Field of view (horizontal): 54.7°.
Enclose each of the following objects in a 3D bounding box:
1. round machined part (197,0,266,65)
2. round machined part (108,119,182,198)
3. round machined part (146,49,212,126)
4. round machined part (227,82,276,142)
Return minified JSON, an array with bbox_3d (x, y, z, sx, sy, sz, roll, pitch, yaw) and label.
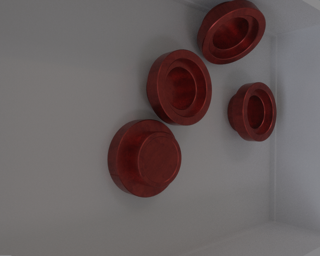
[{"bbox_3d":[0.100,-0.144,0.455,0.099,0.098,0.042,11,45,-40],"label":"round machined part"},{"bbox_3d":[-0.012,0.038,0.386,0.099,0.042,0.097,0,90,-40],"label":"round machined part"},{"bbox_3d":[0.021,-0.052,0.413,0.099,0.042,0.097,0,90,-40],"label":"round machined part"},{"bbox_3d":[0.152,-0.026,0.522,0.099,0.042,0.097,0,90,-40],"label":"round machined part"}]
